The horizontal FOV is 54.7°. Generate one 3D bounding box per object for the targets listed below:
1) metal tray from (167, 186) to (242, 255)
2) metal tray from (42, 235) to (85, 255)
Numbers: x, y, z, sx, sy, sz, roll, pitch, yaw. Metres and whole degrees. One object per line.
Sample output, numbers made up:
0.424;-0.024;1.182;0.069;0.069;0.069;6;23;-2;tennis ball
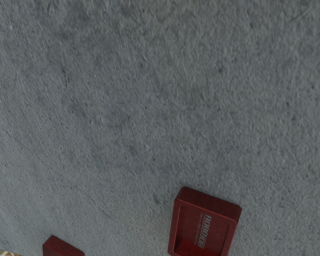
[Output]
0.063;0.157;0.466;0.090;0.030;0.129;17;125;18;metal tray
-0.222;0.313;0.711;0.090;0.030;0.129;23;127;14;metal tray
